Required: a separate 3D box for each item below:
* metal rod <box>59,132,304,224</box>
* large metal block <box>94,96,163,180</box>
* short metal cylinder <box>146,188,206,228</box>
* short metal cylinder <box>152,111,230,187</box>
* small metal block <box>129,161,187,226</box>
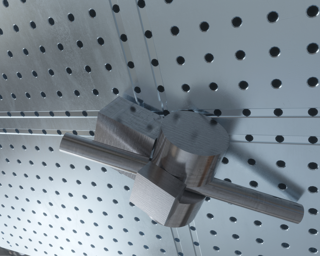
[{"bbox_3d":[0.027,0.061,0.379,0.302,0.025,0.025,17,127,-1],"label":"metal rod"},{"bbox_3d":[-0.040,0.016,0.419,0.080,0.050,0.079,26,128,12],"label":"large metal block"},{"bbox_3d":[0.019,0.083,0.412,0.080,0.080,0.050,27,128,11],"label":"short metal cylinder"},{"bbox_3d":[0.035,0.023,0.367,0.080,0.080,0.050,25,127,13],"label":"short metal cylinder"},{"bbox_3d":[-0.003,0.074,0.352,0.050,0.025,0.050,31,129,18],"label":"small metal block"}]
